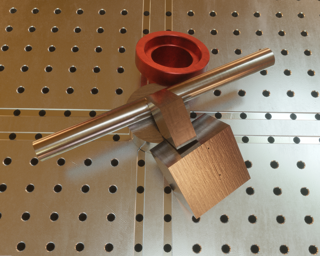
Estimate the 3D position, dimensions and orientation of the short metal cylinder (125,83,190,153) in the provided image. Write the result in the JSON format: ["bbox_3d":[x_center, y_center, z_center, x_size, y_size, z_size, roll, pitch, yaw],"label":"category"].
[{"bbox_3d":[-0.003,-0.011,0.402,0.081,0.050,0.080,0,70,0],"label":"short metal cylinder"}]

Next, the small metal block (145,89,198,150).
[{"bbox_3d":[0.012,-0.011,0.338,0.025,0.050,0.050,-28,115,-10],"label":"small metal block"}]

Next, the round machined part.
[{"bbox_3d":[0.015,-0.088,0.423,0.099,0.042,0.098,4,47,-4],"label":"round machined part"}]

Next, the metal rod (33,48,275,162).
[{"bbox_3d":[0.001,-0.032,0.370,0.302,0.025,0.025,-23,72,-9],"label":"metal rod"}]

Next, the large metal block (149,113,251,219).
[{"bbox_3d":[0.047,0.042,0.359,0.080,0.050,0.080,-34,118,-11],"label":"large metal block"}]
